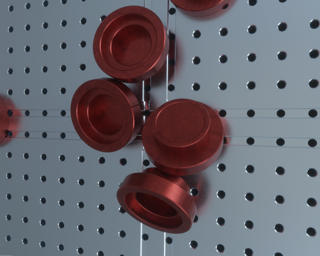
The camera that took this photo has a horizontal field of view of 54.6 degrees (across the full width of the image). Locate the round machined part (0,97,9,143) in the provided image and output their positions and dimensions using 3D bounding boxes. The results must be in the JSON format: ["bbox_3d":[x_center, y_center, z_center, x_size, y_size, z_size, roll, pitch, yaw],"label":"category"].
[{"bbox_3d":[-0.304,-0.013,0.512,0.098,0.042,0.097,0,90,20],"label":"round machined part"}]

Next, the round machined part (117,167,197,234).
[{"bbox_3d":[-0.001,0.086,0.386,0.098,0.042,0.098,17,140,15],"label":"round machined part"}]

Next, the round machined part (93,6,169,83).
[{"bbox_3d":[-0.035,-0.106,0.411,0.098,0.042,0.098,-2,82,15],"label":"round machined part"}]

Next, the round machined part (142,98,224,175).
[{"bbox_3d":[0.026,0.003,0.370,0.098,0.042,0.098,-5,56,7],"label":"round machined part"}]

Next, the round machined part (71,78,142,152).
[{"bbox_3d":[-0.068,-0.020,0.420,0.098,0.042,0.097,7,108,23],"label":"round machined part"}]

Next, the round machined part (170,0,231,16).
[{"bbox_3d":[0.049,-0.195,0.386,0.098,0.042,0.097,0,90,20],"label":"round machined part"}]
